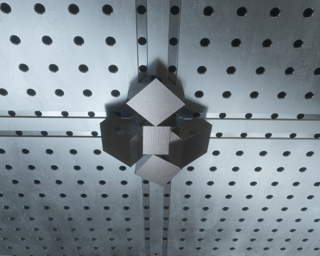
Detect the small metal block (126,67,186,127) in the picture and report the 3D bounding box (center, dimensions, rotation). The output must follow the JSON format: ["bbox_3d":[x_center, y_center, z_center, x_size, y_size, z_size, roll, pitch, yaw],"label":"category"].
[{"bbox_3d":[-0.005,-0.037,0.380,0.050,0.025,0.050,-37,121,26],"label":"small metal block"}]

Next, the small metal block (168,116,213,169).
[{"bbox_3d":[0.039,0.019,0.410,0.050,0.025,0.050,-27,139,-31],"label":"small metal block"}]

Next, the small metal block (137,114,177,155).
[{"bbox_3d":[-0.004,0.009,0.418,0.050,0.025,0.050,1,129,-1],"label":"small metal block"}]

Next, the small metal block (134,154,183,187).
[{"bbox_3d":[-0.002,0.055,0.457,0.050,0.025,0.050,28,125,-20],"label":"small metal block"}]

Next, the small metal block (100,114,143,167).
[{"bbox_3d":[-0.050,0.016,0.408,0.050,0.025,0.050,27,137,25],"label":"small metal block"}]
